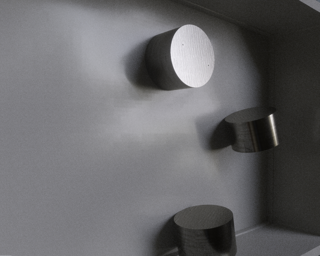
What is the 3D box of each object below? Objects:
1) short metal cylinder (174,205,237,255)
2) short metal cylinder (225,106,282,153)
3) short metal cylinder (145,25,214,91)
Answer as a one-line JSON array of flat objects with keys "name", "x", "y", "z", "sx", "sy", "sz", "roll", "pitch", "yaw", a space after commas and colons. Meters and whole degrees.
[{"name": "short metal cylinder", "x": 0.062, "y": 0.145, "z": 0.426, "sx": 0.081, "sy": 0.080, "sz": 0.050, "roll": -13, "pitch": 99, "yaw": -40}, {"name": "short metal cylinder", "x": 0.151, "y": 0.001, "z": 0.500, "sx": 0.081, "sy": 0.080, "sz": 0.050, "roll": -27, "pitch": 107, "yaw": -37}, {"name": "short metal cylinder", "x": 0.027, "y": -0.092, "z": 0.415, "sx": 0.081, "sy": 0.050, "sz": 0.079, "roll": 0, "pitch": 90, "yaw": -40}]
